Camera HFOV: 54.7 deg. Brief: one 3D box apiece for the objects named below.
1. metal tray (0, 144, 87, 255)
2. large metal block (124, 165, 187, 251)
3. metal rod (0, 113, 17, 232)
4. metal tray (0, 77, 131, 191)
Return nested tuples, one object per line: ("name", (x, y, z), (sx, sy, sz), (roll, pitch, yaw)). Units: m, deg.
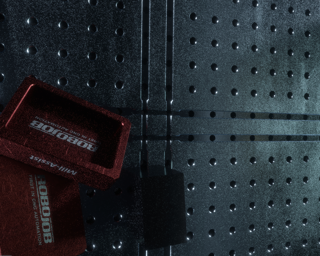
("metal tray", (-0.137, 0.088, 0.344), (0.091, 0.030, 0.129), (-9, 94, -40))
("large metal block", (-0.009, 0.092, 0.380), (0.050, 0.080, 0.079), (-3, 91, -20))
("metal rod", (-0.193, -0.034, 0.341), (0.025, 0.025, 0.298), (-8, 93, -20))
("metal tray", (-0.103, 0.006, 0.343), (0.131, 0.030, 0.090), (24, 44, -17))
